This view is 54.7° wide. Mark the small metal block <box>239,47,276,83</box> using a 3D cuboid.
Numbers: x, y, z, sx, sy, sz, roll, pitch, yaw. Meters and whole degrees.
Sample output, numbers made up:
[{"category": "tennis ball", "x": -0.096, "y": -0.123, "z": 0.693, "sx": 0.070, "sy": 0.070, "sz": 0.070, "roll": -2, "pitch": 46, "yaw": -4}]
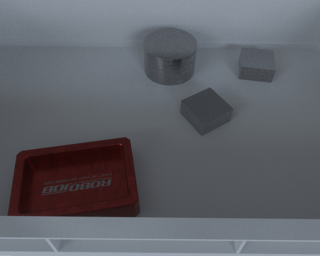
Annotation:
[{"category": "small metal block", "x": 0.153, "y": -0.101, "z": 0.492, "sx": 0.050, "sy": 0.025, "sz": 0.050, "roll": 7, "pitch": 50, "yaw": 6}]

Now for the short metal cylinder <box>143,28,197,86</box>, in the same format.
[{"category": "short metal cylinder", "x": 0.015, "y": -0.112, "z": 0.483, "sx": 0.081, "sy": 0.050, "sz": 0.080, "roll": 0, "pitch": 50, "yaw": 0}]

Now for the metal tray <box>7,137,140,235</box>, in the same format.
[{"category": "metal tray", "x": -0.093, "y": 0.061, "z": 0.348, "sx": 0.131, "sy": 0.030, "sz": 0.090, "roll": -7, "pitch": 50, "yaw": -7}]

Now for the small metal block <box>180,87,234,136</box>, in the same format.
[{"category": "small metal block", "x": 0.063, "y": -0.023, "z": 0.426, "sx": 0.050, "sy": 0.025, "sz": 0.050, "roll": -26, "pitch": 55, "yaw": -21}]
